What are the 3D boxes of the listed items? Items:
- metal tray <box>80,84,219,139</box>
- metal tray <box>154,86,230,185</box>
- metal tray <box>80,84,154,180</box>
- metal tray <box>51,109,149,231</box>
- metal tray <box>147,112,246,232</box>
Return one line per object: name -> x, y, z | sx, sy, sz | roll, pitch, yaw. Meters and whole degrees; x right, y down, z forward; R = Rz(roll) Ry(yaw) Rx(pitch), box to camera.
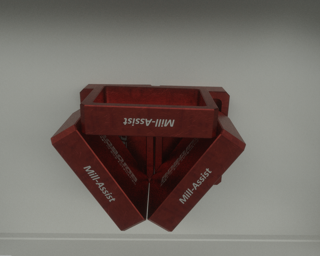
metal tray -> -0.010, -0.021, 0.334 | 0.131, 0.090, 0.030 | 2, 111, -1
metal tray -> 0.039, 0.011, 0.412 | 0.091, 0.030, 0.129 | 1, 109, -1
metal tray -> -0.053, 0.009, 0.411 | 0.091, 0.030, 0.129 | 0, 109, 0
metal tray -> -0.061, 0.041, 0.357 | 0.030, 0.090, 0.130 | -30, 108, 11
metal tray -> 0.036, 0.044, 0.358 | 0.030, 0.090, 0.129 | 34, 107, -12
